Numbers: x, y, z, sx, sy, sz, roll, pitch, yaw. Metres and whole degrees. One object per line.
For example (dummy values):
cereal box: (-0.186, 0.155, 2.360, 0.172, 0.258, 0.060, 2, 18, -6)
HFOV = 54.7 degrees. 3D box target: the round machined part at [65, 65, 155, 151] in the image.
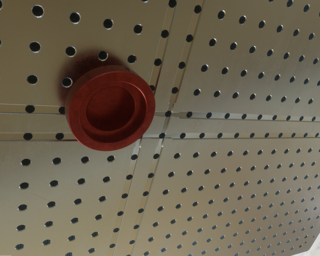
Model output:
round machined part: (-0.058, -0.025, 0.354, 0.099, 0.042, 0.097, -14, 125, -21)
